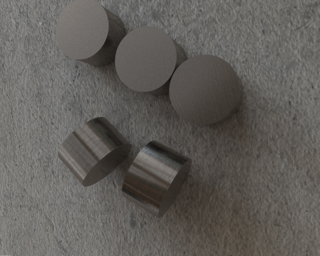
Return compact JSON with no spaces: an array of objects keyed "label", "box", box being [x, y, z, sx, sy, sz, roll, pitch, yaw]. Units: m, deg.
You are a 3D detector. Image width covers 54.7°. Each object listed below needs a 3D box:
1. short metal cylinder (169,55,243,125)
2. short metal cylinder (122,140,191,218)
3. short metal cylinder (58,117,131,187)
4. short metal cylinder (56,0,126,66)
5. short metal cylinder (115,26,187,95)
[{"label":"short metal cylinder","box":[0.057,-0.044,0.375,0.080,0.050,0.079,0,90,19]},{"label":"short metal cylinder","box":[-0.002,0.062,0.380,0.050,0.080,0.080,27,99,17]},{"label":"short metal cylinder","box":[-0.085,0.031,0.408,0.050,0.080,0.080,45,104,14]},{"label":"short metal cylinder","box":[-0.094,-0.129,0.428,0.080,0.050,0.079,0,90,19]},{"label":"short metal cylinder","box":[-0.010,-0.084,0.398,0.080,0.050,0.079,0,90,19]}]
